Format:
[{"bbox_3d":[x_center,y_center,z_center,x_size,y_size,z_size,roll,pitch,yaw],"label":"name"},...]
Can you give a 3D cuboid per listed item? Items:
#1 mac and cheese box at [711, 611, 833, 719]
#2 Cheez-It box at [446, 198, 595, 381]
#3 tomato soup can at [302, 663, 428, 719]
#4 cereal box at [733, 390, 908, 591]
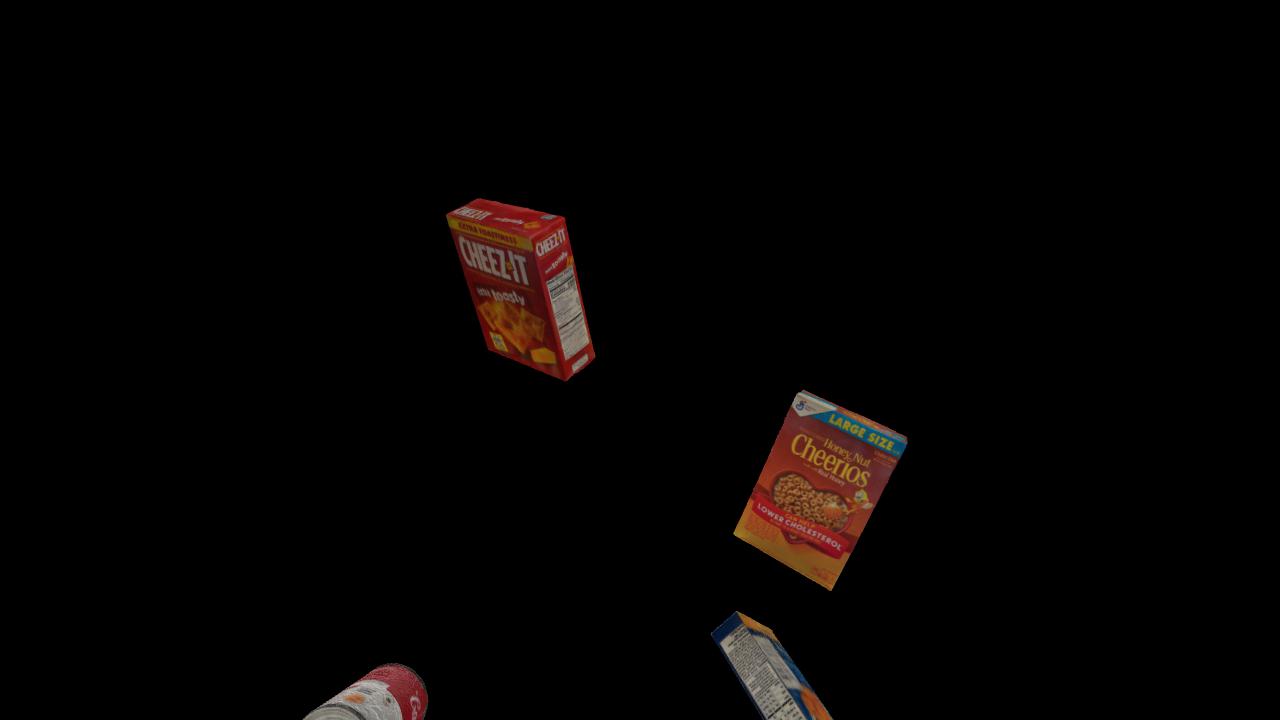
[{"bbox_3d":[0.141,0.317,0.543,0.093,0.041,0.184,46,3,-43],"label":"mac and cheese box"},{"bbox_3d":[-0.158,-0.095,0.835,0.166,0.223,0.071,20,45,32],"label":"Cheez-It box"},{"bbox_3d":[-0.226,0.298,0.502,0.068,0.068,0.101,0,-10,4],"label":"tomato soup can"},{"bbox_3d":[0.324,0.232,1.123,0.203,0.306,0.081,27,15,21],"label":"cereal box"}]
